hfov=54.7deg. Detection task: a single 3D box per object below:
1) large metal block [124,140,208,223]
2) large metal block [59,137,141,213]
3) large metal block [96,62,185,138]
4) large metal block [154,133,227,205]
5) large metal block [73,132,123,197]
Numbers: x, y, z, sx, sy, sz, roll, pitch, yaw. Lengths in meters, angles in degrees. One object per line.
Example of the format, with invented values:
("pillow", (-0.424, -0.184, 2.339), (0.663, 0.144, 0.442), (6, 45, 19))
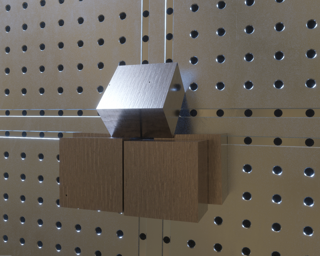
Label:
("large metal block", (0.008, 0.053, 0.341), (0.080, 0.050, 0.079), (0, 90, 19))
("large metal block", (-0.069, 0.051, 0.366), (0.080, 0.050, 0.079), (0, 90, 19))
("large metal block", (-0.020, -0.035, 0.384), (0.080, 0.050, 0.080), (1, 48, 19))
("large metal block", (0.040, 0.047, 0.384), (0.080, 0.050, 0.079), (-1, 90, 19))
("large metal block", (-0.071, 0.047, 0.424), (0.080, 0.050, 0.079), (2, 91, 19))
